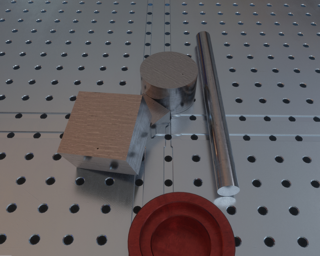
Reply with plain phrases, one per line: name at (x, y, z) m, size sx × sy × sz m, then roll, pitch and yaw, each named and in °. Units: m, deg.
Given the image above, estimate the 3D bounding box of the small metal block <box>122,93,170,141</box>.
small metal block at (-0.022, -0.014, 0.419) m, size 0.050 × 0.025 × 0.050 m, roll 36°, pitch 58°, yaw 26°

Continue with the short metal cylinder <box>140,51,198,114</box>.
short metal cylinder at (0.013, -0.066, 0.447) m, size 0.081 × 0.050 × 0.080 m, roll 0°, pitch 50°, yaw 0°

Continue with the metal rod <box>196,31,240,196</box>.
metal rod at (0.076, -0.044, 0.445) m, size 0.025 × 0.025 × 0.300 m, roll 0°, pitch 50°, yaw -1°

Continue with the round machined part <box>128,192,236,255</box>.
round machined part at (0.020, 0.116, 0.300) m, size 0.099 × 0.042 × 0.098 m, roll 0°, pitch 50°, yaw 0°

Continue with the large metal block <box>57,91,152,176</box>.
large metal block at (-0.061, 0.006, 0.367) m, size 0.080 × 0.050 × 0.080 m, roll 5°, pitch 64°, yaw 15°
